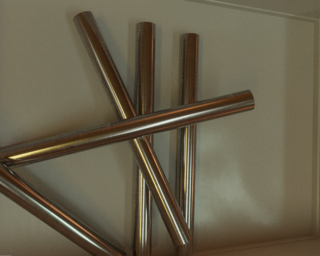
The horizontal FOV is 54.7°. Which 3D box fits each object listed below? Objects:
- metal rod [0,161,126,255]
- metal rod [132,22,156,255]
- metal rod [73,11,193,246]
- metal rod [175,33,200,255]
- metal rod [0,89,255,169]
[{"bbox_3d":[-0.149,0.070,0.334,0.300,0.025,0.025,46,76,-23],"label":"metal rod"},{"bbox_3d":[-0.021,0.015,0.403,0.025,0.025,0.298,1,90,-20],"label":"metal rod"},{"bbox_3d":[-0.033,0.001,0.377,0.025,0.025,0.299,-24,90,-19],"label":"metal rod"},{"bbox_3d":[0.037,0.022,0.425,0.025,0.025,0.298,2,89,-20],"label":"metal rod"},{"bbox_3d":[-0.042,0.003,0.351,0.302,0.025,0.025,-14,95,-3],"label":"metal rod"}]
